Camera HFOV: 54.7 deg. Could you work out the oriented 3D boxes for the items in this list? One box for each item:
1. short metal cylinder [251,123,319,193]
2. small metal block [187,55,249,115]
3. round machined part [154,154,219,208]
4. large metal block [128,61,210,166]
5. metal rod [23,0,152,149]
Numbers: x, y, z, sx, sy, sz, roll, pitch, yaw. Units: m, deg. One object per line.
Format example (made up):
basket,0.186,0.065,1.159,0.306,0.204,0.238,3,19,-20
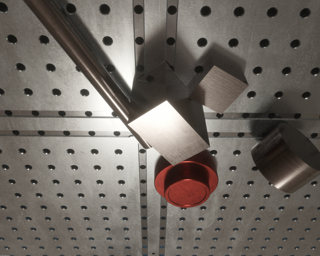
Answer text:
short metal cylinder,0.170,0.039,0.412,0.080,0.080,0.050,25,125,-20
small metal block,0.068,-0.051,0.370,0.050,0.025,0.050,25,126,-20
round machined part,0.041,0.085,0.474,0.099,0.042,0.097,-1,130,0
large metal block,0.011,-0.017,0.361,0.050,0.080,0.080,-31,124,23
metal rod,-0.085,-0.080,0.342,0.025,0.025,0.300,-23,127,18
